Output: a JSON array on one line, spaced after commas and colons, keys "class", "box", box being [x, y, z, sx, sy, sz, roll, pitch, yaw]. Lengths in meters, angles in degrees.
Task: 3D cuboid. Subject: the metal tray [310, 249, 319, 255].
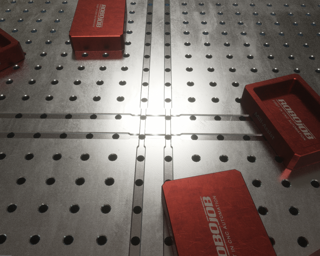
[{"class": "metal tray", "box": [0.181, 0.141, 0.265, 0.131, 0.030, 0.090, -21, 79, -17]}]

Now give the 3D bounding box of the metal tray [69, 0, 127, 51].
[{"class": "metal tray", "box": [-0.108, -0.192, 0.564, 0.091, 0.030, 0.130, -1, 50, -2]}]

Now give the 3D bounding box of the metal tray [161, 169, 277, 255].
[{"class": "metal tray", "box": [0.058, 0.110, 0.313, 0.091, 0.030, 0.130, -9, 51, -8]}]

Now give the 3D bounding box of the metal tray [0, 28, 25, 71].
[{"class": "metal tray", "box": [-0.301, -0.114, 0.496, 0.090, 0.030, 0.131, 35, 58, 25]}]

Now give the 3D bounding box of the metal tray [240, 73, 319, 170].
[{"class": "metal tray", "box": [0.180, -0.015, 0.418, 0.091, 0.030, 0.130, -14, 52, -12]}]
